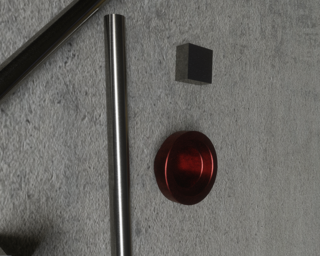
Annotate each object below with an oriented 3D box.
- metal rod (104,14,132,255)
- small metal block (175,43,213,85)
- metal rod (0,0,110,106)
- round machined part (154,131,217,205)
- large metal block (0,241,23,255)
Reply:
[{"bbox_3d":[-0.049,0.020,0.365,0.025,0.025,0.298,-3,92,-40],"label":"metal rod"},{"bbox_3d":[0.050,-0.091,0.449,0.050,0.025,0.050,3,88,-40],"label":"small metal block"},{"bbox_3d":[-0.095,-0.113,0.326,0.025,0.025,0.301,50,60,-29],"label":"metal rod"},{"bbox_3d":[0.031,0.052,0.422,0.099,0.042,0.097,0,90,-40],"label":"round machined part"},{"bbox_3d":[-0.141,0.145,0.252,0.050,0.080,0.080,52,60,-28],"label":"large metal block"}]
